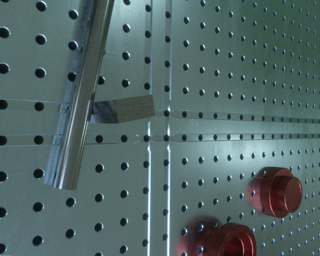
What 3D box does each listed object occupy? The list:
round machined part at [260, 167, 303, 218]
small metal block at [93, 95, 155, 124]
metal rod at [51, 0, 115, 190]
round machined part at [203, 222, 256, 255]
[{"bbox_3d":[0.240,0.126,0.599,0.099,0.042,0.097,0,90,-40],"label":"round machined part"},{"bbox_3d":[-0.042,-0.022,0.358,0.050,0.050,0.025,-13,99,-39],"label":"small metal block"},{"bbox_3d":[-0.076,-0.083,0.345,0.025,0.025,0.299,16,80,-39],"label":"metal rod"},{"bbox_3d":[0.106,0.197,0.487,0.099,0.042,0.097,0,90,-40],"label":"round machined part"}]
